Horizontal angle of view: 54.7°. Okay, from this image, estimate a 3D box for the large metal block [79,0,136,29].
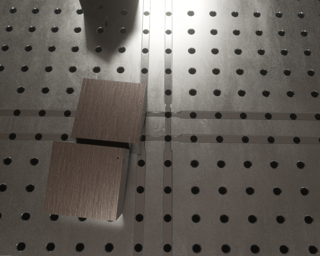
[{"bbox_3d":[-0.077,-0.211,0.459,0.050,0.080,0.080,34,73,11],"label":"large metal block"}]

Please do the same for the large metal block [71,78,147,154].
[{"bbox_3d":[-0.062,-0.014,0.403,0.080,0.050,0.080,6,70,1],"label":"large metal block"}]

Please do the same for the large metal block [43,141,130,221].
[{"bbox_3d":[-0.083,0.060,0.366,0.080,0.050,0.080,6,84,2],"label":"large metal block"}]
